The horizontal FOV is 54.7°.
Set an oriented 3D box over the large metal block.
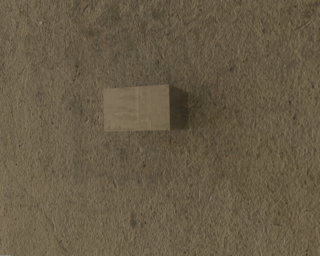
[{"bbox_3d":[-0.014,-0.022,0.385,0.080,0.080,0.050,-1,90,19],"label":"large metal block"}]
